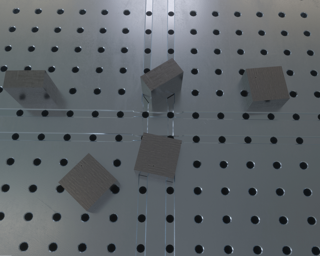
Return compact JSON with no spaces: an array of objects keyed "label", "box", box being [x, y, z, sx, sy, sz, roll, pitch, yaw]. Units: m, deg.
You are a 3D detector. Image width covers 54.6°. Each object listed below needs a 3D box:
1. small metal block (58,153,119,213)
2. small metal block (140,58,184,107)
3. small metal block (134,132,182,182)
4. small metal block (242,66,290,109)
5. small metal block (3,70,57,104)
[{"label":"small metal block","box":[-0.087,0.068,0.386,0.050,0.025,0.050,41,75,13]},{"label":"small metal block","box":[0.003,-0.061,0.421,0.050,0.050,0.025,-32,73,-11]},{"label":"small metal block","box":[-0.002,0.038,0.398,0.050,0.025,0.050,12,70,4]},{"label":"small metal block","box":[0.146,-0.057,0.433,0.050,0.025,0.050,-5,70,-2]},{"label":"small metal block","box":[-0.173,-0.054,0.417,0.050,0.050,0.025,-1,70,0]}]
